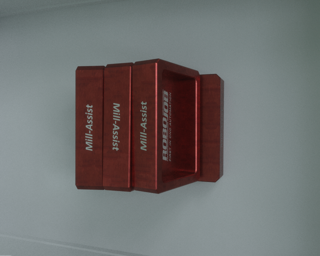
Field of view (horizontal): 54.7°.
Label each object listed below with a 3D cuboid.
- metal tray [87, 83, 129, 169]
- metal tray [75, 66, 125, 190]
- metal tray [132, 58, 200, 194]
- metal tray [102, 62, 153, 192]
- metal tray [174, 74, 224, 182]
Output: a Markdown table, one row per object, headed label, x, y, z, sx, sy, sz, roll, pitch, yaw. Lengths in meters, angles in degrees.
| label | x | y | z | sx | sy | sz | roll | pitch | yaw |
| --- | --- | --- | --- | --- | --- | --- | --- | --- | --- |
| metal tray | -0.053 | -0.002 | 0.424 | 0.090 | 0.030 | 0.129 | 1 | 90 | 20 |
| metal tray | -0.067 | 0.000 | 0.363 | 0.030 | 0.090 | 0.129 | 0 | 90 | 7 |
| metal tray | 0.010 | -0.002 | 0.336 | 0.030 | 0.091 | 0.129 | 0 | 90 | 34 |
| metal tray | -0.028 | 0.000 | 0.351 | 0.030 | 0.090 | 0.129 | 0 | 88 | 20 |
| metal tray | 0.033 | 0.000 | 0.394 | 0.090 | 0.030 | 0.129 | 1 | 90 | 20 |
